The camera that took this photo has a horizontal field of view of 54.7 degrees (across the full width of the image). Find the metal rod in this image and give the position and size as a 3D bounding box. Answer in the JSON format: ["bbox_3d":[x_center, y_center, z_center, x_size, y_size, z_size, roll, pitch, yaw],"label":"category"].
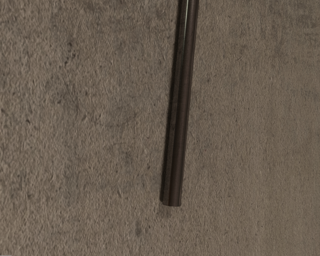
[{"bbox_3d":[0.030,-0.044,0.431,0.025,0.025,0.298,9,84,-40],"label":"metal rod"}]
